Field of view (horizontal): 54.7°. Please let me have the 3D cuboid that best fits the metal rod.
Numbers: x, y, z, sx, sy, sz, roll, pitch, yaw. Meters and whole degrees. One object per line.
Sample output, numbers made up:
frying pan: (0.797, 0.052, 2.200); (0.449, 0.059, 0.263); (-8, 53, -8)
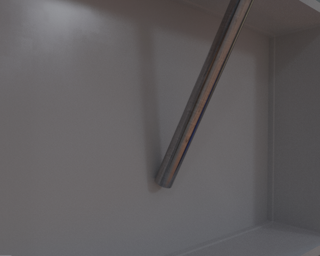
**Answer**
metal rod: (0.059, -0.060, 0.378); (0.025, 0.025, 0.298); (10, 109, -40)
